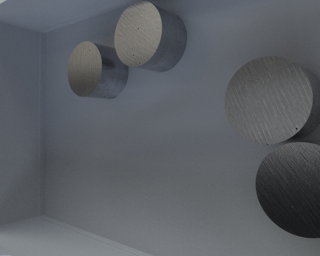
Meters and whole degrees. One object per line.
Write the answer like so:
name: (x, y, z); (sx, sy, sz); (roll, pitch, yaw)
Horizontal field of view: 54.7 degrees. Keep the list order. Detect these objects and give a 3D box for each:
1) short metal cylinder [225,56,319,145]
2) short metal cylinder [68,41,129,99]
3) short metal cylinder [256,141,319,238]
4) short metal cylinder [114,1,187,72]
short metal cylinder: (0.111, -0.025, 0.299); (0.080, 0.050, 0.079); (0, 90, 39)
short metal cylinder: (-0.094, -0.085, 0.465); (0.080, 0.050, 0.079); (0, 90, 39)
short metal cylinder: (0.135, 0.051, 0.279); (0.080, 0.050, 0.079); (0, 90, 39)
short metal cylinder: (-0.013, -0.115, 0.399); (0.080, 0.050, 0.079); (0, 90, 39)
